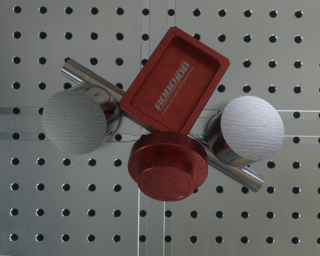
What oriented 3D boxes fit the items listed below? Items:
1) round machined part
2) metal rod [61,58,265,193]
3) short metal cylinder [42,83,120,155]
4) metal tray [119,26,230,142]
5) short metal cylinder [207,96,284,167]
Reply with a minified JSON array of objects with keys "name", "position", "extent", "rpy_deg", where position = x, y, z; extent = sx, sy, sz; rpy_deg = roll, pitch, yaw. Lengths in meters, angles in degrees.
[{"name":"round machined part","position":[0.009,0.054,0.378],"extent":[0.099,0.042,0.097],"rpy_deg":[4,133,4]},{"name":"metal rod","position":[0.004,-0.003,0.413],"extent":[0.301,0.025,0.025],"rpy_deg":[32,90,0]},{"name":"short metal cylinder","position":[-0.097,-0.013,0.388],"extent":[0.080,0.050,0.079],"rpy_deg":[3,107,9]},{"name":"metal tray","position":[0.019,-0.054,0.396],"extent":[0.090,0.030,0.130],"rpy_deg":[32,77,0]},{"name":"short metal cylinder","position":[0.105,0.006,0.390],"extent":[0.081,0.050,0.080],"rpy_deg":[3,73,-10]}]
